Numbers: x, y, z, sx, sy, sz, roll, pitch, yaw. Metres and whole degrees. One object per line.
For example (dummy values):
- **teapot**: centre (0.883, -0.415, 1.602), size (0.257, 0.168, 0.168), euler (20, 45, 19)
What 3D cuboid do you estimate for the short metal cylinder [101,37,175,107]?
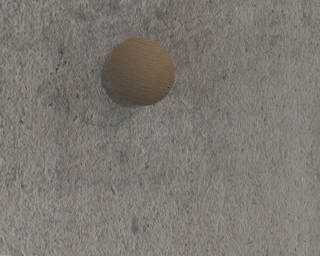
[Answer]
- **short metal cylinder**: centre (-0.028, -0.066, 0.385), size (0.081, 0.050, 0.080), euler (0, 90, -20)
